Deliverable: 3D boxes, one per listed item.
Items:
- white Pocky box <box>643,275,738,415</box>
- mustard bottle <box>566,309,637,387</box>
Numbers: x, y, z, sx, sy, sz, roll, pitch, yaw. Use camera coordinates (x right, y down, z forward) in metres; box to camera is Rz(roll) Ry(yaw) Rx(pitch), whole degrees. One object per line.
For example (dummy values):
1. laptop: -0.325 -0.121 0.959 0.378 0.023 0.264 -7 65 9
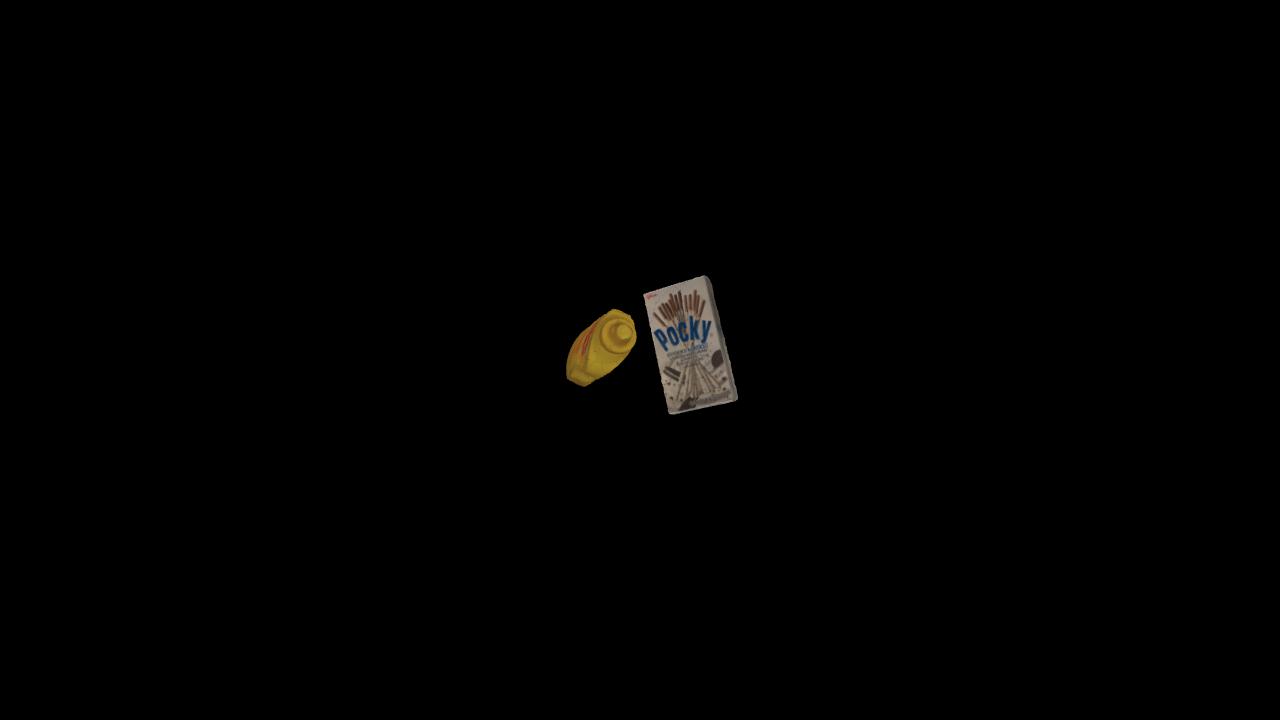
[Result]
1. white Pocky box: 0.060 -0.017 0.743 0.084 0.154 0.028 -15 -8 20
2. mustard bottle: -0.044 -0.019 0.770 0.054 0.092 0.184 34 -17 -11
